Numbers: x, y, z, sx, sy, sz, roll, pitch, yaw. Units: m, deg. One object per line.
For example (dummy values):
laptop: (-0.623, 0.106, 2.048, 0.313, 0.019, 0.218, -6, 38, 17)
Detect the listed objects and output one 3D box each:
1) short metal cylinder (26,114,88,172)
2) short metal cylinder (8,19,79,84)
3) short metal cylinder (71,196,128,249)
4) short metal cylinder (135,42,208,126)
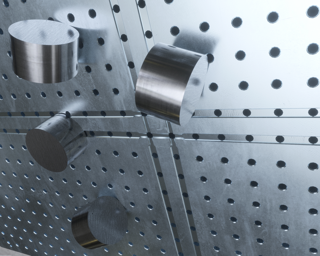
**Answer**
short metal cylinder: (-0.165, 0.024, 0.497, 0.080, 0.050, 0.079, 13, 124, 21)
short metal cylinder: (-0.145, -0.098, 0.391, 0.080, 0.080, 0.050, 23, 127, 14)
short metal cylinder: (-0.102, 0.162, 0.530, 0.050, 0.080, 0.080, -30, 102, 38)
short metal cylinder: (0.014, -0.047, 0.339, 0.050, 0.080, 0.079, 20, 126, 16)
